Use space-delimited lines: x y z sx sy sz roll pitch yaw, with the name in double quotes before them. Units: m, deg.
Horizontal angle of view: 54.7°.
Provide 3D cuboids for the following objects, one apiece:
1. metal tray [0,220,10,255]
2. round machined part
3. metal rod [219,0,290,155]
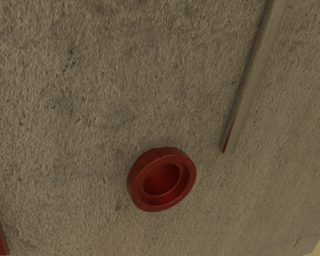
"metal tray" -0.233 0.128 0.355 0.091 0.030 0.129 -11 123 -23
"round machined part" -0.001 0.067 0.437 0.099 0.042 0.097 -14 124 -21
"metal rod" 0.135 -0.095 0.421 0.025 0.025 0.298 -2 119 -28
